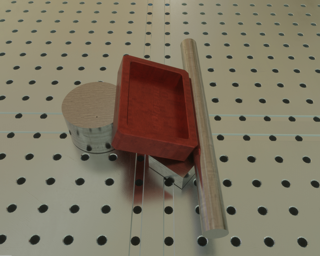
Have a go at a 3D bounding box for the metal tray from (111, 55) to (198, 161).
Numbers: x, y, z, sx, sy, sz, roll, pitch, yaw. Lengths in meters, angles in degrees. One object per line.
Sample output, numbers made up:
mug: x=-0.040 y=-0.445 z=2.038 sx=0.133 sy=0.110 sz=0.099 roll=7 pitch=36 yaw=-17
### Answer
metal tray: x=-0.007 y=-0.028 z=0.376 sx=0.091 sy=0.030 sz=0.130 roll=12 pitch=48 yaw=-16

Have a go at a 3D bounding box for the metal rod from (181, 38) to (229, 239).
metal rod: x=0.048 y=-0.015 z=0.388 sx=0.025 sy=0.025 sz=0.300 roll=-1 pitch=50 yaw=-1

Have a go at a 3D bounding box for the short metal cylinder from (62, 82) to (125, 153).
short metal cylinder: x=-0.080 y=-0.014 z=0.401 sx=0.081 sy=0.050 sz=0.080 roll=0 pitch=50 yaw=0

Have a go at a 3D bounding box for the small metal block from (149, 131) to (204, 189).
small metal block: x=0.022 y=0.037 z=0.376 sx=0.050 sy=0.025 sz=0.050 roll=32 pitch=57 yaw=23

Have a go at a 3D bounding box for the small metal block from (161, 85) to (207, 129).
small metal block: x=0.032 y=-0.030 z=0.434 sx=0.050 sy=0.025 sz=0.050 roll=-12 pitch=51 yaw=-10
